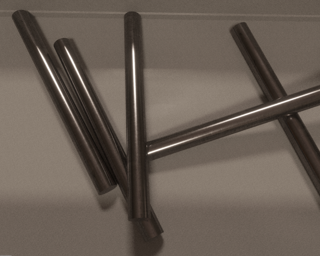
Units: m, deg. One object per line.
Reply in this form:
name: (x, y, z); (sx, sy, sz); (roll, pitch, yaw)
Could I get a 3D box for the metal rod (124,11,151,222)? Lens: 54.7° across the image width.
metal rod: (-0.032, -0.033, 0.406); (0.025, 0.025, 0.299); (-3, 64, -2)

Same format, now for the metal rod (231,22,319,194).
metal rod: (0.172, -0.019, 0.418); (0.025, 0.025, 0.299); (-20, 71, -7)

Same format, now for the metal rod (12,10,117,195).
metal rod: (-0.137, -0.046, 0.424); (0.025, 0.025, 0.299); (-28, 73, -10)

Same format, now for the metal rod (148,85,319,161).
metal rod: (0.126, -0.016, 0.395); (0.301, 0.025, 0.025); (-18, 71, 1)

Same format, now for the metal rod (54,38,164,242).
metal rod: (-0.075, 0.003, 0.407); (0.025, 0.025, 0.299); (-26, 72, -9)
